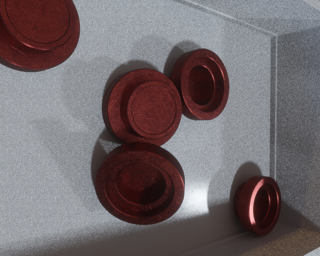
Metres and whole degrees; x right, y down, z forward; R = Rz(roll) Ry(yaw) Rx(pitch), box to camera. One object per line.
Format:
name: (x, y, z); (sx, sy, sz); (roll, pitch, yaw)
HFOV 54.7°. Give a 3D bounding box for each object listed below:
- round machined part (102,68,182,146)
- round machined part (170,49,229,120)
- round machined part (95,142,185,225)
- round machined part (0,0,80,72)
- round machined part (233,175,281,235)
round machined part: (-0.015, -0.022, 0.369); (0.099, 0.042, 0.097); (-3, 95, -27)
round machined part: (0.051, -0.059, 0.438); (0.099, 0.042, 0.097); (0, 90, -40)
round machined part: (-0.021, 0.059, 0.355); (0.042, 0.098, 0.098); (-78, 145, -66)
round machined part: (-0.121, -0.104, 0.294); (0.099, 0.042, 0.097); (0, 90, -40)
round machined part: (0.164, 0.130, 0.533); (0.099, 0.042, 0.097); (0, 90, -40)
